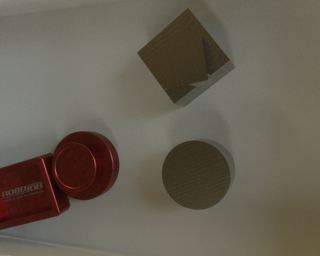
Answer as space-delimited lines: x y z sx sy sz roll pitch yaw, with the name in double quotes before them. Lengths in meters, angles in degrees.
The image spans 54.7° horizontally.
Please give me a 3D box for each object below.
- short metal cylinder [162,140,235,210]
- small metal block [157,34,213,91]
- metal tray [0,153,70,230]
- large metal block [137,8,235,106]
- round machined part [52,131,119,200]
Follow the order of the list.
"short metal cylinder" 0.049 0.054 0.380 0.080 0.050 0.079 0 90 19
"small metal block" 0.028 -0.071 0.347 0.050 0.025 0.050 -9 87 19
"metal tray" -0.211 0.098 0.471 0.130 0.030 0.090 -17 91 15
"large metal block" 0.033 -0.084 0.385 0.080 0.050 0.080 -38 78 15
"round machined part" -0.111 0.053 0.437 0.098 0.042 0.097 0 89 16
